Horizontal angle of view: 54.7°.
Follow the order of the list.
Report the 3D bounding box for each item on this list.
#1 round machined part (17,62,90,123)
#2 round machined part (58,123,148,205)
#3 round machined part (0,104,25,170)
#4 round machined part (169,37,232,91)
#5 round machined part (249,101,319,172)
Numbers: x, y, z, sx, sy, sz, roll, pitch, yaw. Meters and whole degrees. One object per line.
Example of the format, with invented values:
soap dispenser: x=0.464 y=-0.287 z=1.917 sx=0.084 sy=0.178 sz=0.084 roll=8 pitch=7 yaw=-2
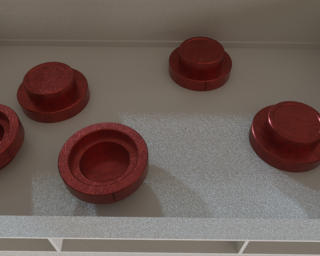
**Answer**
round machined part: x=-0.153 y=-0.057 z=0.441 sx=0.099 sy=0.042 sz=0.098 roll=0 pitch=50 yaw=0
round machined part: x=-0.062 y=0.044 z=0.357 sx=0.099 sy=0.042 sz=0.098 roll=0 pitch=50 yaw=0
round machined part: x=-0.216 y=0.019 z=0.377 sx=0.099 sy=0.042 sz=0.098 roll=0 pitch=50 yaw=0
round machined part: x=0.063 y=-0.106 z=0.483 sx=0.099 sy=0.042 sz=0.098 roll=0 pitch=50 yaw=0
round machined part: x=0.167 y=0.004 z=0.392 sx=0.099 sy=0.042 sz=0.098 roll=0 pitch=50 yaw=0
